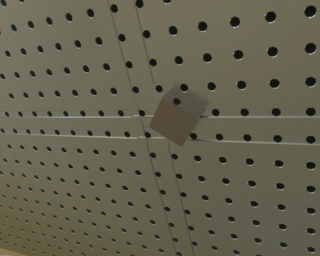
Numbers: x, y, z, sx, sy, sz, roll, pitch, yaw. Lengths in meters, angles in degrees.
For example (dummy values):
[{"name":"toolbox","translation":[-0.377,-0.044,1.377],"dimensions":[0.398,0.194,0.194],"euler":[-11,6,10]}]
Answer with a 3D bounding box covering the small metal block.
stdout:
[{"name":"small metal block","translation":[0.020,-0.012,0.392],"dimensions":[0.050,0.025,0.050],"euler":[32,128,7]}]
